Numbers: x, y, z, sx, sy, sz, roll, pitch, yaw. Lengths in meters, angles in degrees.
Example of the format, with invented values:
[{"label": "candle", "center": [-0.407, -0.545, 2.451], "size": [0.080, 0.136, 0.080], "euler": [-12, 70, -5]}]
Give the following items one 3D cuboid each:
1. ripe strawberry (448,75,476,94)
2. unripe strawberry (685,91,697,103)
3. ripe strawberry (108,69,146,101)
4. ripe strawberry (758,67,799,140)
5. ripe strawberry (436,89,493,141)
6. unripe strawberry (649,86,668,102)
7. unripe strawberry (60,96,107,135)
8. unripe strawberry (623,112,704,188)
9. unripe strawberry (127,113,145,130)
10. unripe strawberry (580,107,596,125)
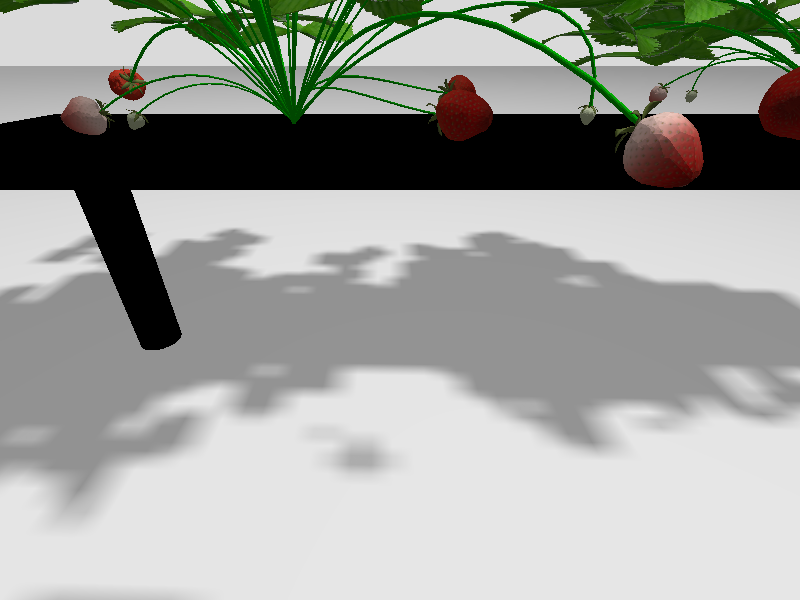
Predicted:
[{"label": "ripe strawberry", "center": [0.063, -0.209, 0.403], "size": [0.032, 0.031, 0.030], "euler": [-20, 37, -29]}, {"label": "unripe strawberry", "center": [0.307, -0.215, 0.424], "size": [0.011, 0.011, 0.010], "euler": [-14, 34, -21]}, {"label": "ripe strawberry", "center": [-0.313, -0.246, 0.459], "size": [0.033, 0.032, 0.036], "euler": [4, 27, 40]}, {"label": "ripe strawberry", "center": [0.250, -0.121, 0.245], "size": [0.049, 0.042, 0.049], "euler": [-20, 37, -28]}, {"label": "ripe strawberry", "center": [0.040, -0.113, 0.245], "size": [0.034, 0.029, 0.034], "euler": [19, 37, 27]}, {"label": "unripe strawberry", "center": [0.289, -0.230, 0.449], "size": [0.019, 0.017, 0.017], "euler": [-15, -23, -22]}, {"label": "unripe strawberry", "center": [-0.216, -0.124, 0.272], "size": [0.025, 0.025, 0.023], "euler": [-22, 36, -12]}, {"label": "unripe strawberry", "center": [0.107, -0.059, 0.162], "size": [0.031, 0.031, 0.027], "euler": [-29, -14, -38]}, {"label": "unripe strawberry", "center": [-0.193, -0.130, 0.292], "size": [0.011, 0.011, 0.013], "euler": [28, 18, -31]}, {"label": "unripe strawberry", "center": [0.125, -0.123, 0.268], "size": [0.010, 0.011, 0.011], "euler": [8, 33, 13]}]
